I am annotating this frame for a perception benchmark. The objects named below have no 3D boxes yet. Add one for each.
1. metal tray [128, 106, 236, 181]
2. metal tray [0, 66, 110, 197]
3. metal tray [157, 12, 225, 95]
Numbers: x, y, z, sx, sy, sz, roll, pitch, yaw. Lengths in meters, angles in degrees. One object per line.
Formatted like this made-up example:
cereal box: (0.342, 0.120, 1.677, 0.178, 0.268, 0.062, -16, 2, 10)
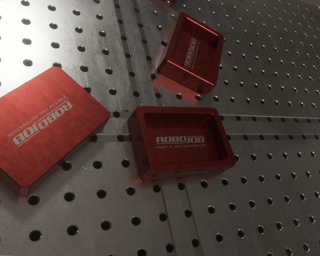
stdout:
metal tray: (0.030, 0.017, 0.411, 0.131, 0.030, 0.090, -1, 62, -29)
metal tray: (-0.130, -0.002, 0.337, 0.090, 0.030, 0.131, 42, 51, 0)
metal tray: (0.055, -0.125, 0.512, 0.090, 0.030, 0.130, 26, 52, -13)
